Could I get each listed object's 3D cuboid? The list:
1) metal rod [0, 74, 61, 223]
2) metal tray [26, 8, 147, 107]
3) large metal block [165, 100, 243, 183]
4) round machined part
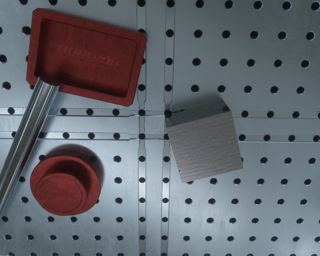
[{"bbox_3d":[-0.200,0.060,0.415,0.025,0.025,0.298,28,114,-10],"label":"metal rod"},{"bbox_3d":[-0.088,-0.085,0.378,0.131,0.030,0.089,13,110,-5],"label":"metal tray"},{"bbox_3d":[0.057,0.017,0.407,0.080,0.050,0.080,-15,110,5],"label":"large metal block"},{"bbox_3d":[-0.132,0.083,0.433,0.099,0.042,0.097,0,110,-1],"label":"round machined part"}]
